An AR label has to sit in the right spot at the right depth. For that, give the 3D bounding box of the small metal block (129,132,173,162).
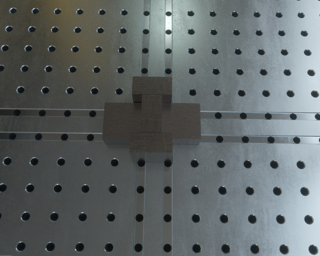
[{"bbox_3d":[-0.010,0.025,0.389,0.050,0.050,0.025,1,70,0],"label":"small metal block"}]

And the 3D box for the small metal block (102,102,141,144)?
[{"bbox_3d":[-0.048,-0.006,0.413,0.050,0.025,0.050,1,70,0],"label":"small metal block"}]

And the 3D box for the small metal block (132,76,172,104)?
[{"bbox_3d":[-0.010,-0.046,0.415,0.050,0.050,0.025,1,70,0],"label":"small metal block"}]

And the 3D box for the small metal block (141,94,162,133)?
[{"bbox_3d":[-0.010,-0.010,0.401,0.025,0.050,0.050,1,70,0],"label":"small metal block"}]

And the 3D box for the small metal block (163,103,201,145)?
[{"bbox_3d":[0.028,-0.005,0.414,0.050,0.025,0.050,1,70,0],"label":"small metal block"}]
